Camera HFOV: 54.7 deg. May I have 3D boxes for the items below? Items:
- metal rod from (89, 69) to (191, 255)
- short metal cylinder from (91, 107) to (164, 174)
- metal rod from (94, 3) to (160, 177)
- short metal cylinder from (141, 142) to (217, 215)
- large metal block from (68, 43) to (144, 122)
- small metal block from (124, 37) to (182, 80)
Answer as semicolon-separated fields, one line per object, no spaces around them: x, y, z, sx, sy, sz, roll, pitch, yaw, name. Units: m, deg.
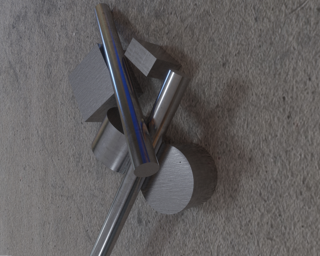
-0.037;0.072;0.370;0.025;0.025;0.298;37;113;33;metal rod
-0.042;0.016;0.404;0.080;0.081;0.050;45;117;30;short metal cylinder
-0.051;-0.071;0.387;0.025;0.025;0.300;-46;44;30;metal rod
0.021;0.058;0.372;0.080;0.050;0.080;0;90;40;short metal cylinder
-0.082;-0.063;0.456;0.080;0.050;0.080;-37;67;33;large metal block
-0.009;-0.087;0.396;0.050;0.050;0.025;47;118;29;small metal block
